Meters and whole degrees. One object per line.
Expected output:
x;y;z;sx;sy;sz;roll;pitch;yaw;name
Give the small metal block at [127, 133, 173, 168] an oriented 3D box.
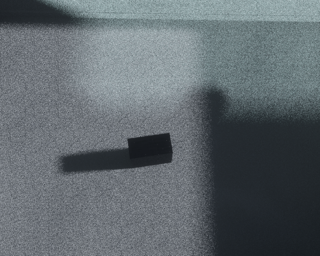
-0.012;0.029;0.386;0.050;0.050;0.025;-8;71;-3;small metal block
